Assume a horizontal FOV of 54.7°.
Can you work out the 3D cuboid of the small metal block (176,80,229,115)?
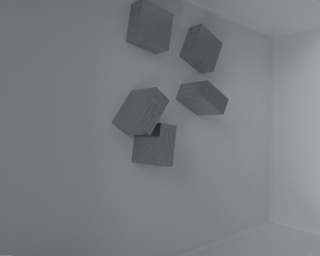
[{"bbox_3d":[0.060,-0.041,0.440,0.050,0.050,0.025,34,69,-35],"label":"small metal block"}]

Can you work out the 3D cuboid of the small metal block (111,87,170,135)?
[{"bbox_3d":[-0.024,-0.020,0.370,0.025,0.050,0.050,42,64,-32],"label":"small metal block"}]

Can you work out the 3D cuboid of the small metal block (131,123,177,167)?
[{"bbox_3d":[-0.008,0.020,0.383,0.025,0.050,0.050,10,84,-40],"label":"small metal block"}]

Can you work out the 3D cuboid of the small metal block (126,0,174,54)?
[{"bbox_3d":[-0.012,-0.128,0.396,0.050,0.025,0.050,13,82,-39],"label":"small metal block"}]

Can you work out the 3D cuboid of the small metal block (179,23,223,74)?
[{"bbox_3d":[0.061,-0.116,0.458,0.050,0.025,0.050,31,71,-36],"label":"small metal block"}]
